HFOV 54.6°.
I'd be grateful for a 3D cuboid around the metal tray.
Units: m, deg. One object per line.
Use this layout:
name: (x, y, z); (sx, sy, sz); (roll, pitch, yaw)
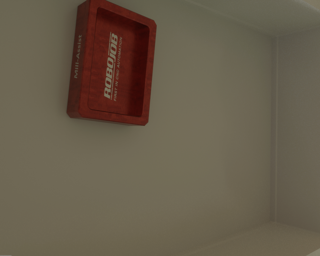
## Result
metal tray: (-0.052, -0.071, 0.358); (0.091, 0.030, 0.129); (8, 85, -40)
